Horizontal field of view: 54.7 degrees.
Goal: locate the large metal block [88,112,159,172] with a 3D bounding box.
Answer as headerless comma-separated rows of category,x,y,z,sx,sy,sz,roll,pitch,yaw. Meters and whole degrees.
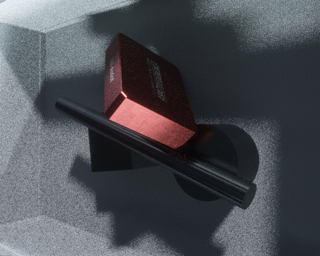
large metal block,-0.053,0.017,0.430,0.080,0.050,0.080,-10,84,39

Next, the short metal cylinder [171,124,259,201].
short metal cylinder,0.060,0.035,0.338,0.080,0.050,0.079,0,90,39

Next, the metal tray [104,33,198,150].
metal tray,-0.013,-0.044,0.340,0.030,0.090,0.130,-48,32,28

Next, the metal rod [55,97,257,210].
metal rod,-0.031,0.013,0.363,0.300,0.025,0.025,23,105,37

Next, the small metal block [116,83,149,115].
small metal block,-0.029,-0.044,0.383,0.050,0.025,0.050,-3,52,13
